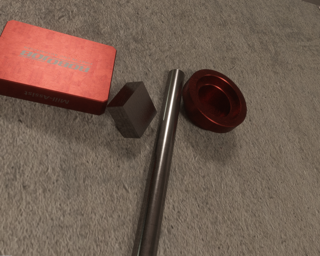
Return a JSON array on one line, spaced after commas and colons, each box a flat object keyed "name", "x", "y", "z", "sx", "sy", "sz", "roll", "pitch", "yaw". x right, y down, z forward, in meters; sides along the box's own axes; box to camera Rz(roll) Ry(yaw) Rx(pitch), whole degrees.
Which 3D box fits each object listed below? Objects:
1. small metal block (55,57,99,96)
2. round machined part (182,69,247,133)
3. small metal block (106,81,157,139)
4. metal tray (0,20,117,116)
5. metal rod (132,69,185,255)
[{"name": "small metal block", "x": -0.105, "y": -0.061, "z": 0.385, "sx": 0.050, "sy": 0.025, "sz": 0.050, "roll": 0, "pitch": 62, "yaw": -28}, {"name": "round machined part", "x": 0.075, "y": -0.035, "z": 0.456, "sx": 0.099, "sy": 0.042, "sz": 0.098, "roll": 14, "pitch": 56, "yaw": -22}, {"name": "small metal block", "x": -0.033, "y": -0.022, "z": 0.384, "sx": 0.050, "sy": 0.025, "sz": 0.050, "roll": -58, "pitch": 136, "yaw": -39}, {"name": "metal tray", "x": -0.123, "y": -0.071, "z": 0.368, "sx": 0.131, "sy": 0.030, "sz": 0.090, "roll": 12, "pitch": 56, "yaw": -14}, {"name": "metal rod", "x": 0.002, "y": 0.040, "z": 0.381, "sx": 0.025, "sy": 0.025, "sz": 0.300, "roll": 22, "pitch": 53, "yaw": -15}]
